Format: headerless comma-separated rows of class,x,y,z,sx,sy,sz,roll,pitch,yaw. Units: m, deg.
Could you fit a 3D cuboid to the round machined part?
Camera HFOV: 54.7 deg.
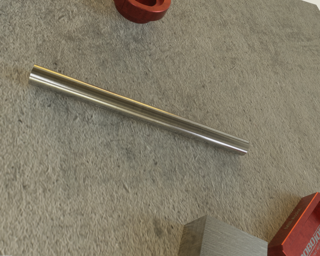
round machined part,-0.035,-0.210,0.503,0.099,0.042,0.098,14,56,-21

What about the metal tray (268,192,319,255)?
metal tray,0.210,0.159,0.419,0.131,0.030,0.090,-31,79,-38

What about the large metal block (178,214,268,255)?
large metal block,0.064,0.151,0.332,0.080,0.050,0.080,27,52,-12

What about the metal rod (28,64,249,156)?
metal rod,-0.013,-0.017,0.408,0.302,0.025,0.025,19,54,-18
